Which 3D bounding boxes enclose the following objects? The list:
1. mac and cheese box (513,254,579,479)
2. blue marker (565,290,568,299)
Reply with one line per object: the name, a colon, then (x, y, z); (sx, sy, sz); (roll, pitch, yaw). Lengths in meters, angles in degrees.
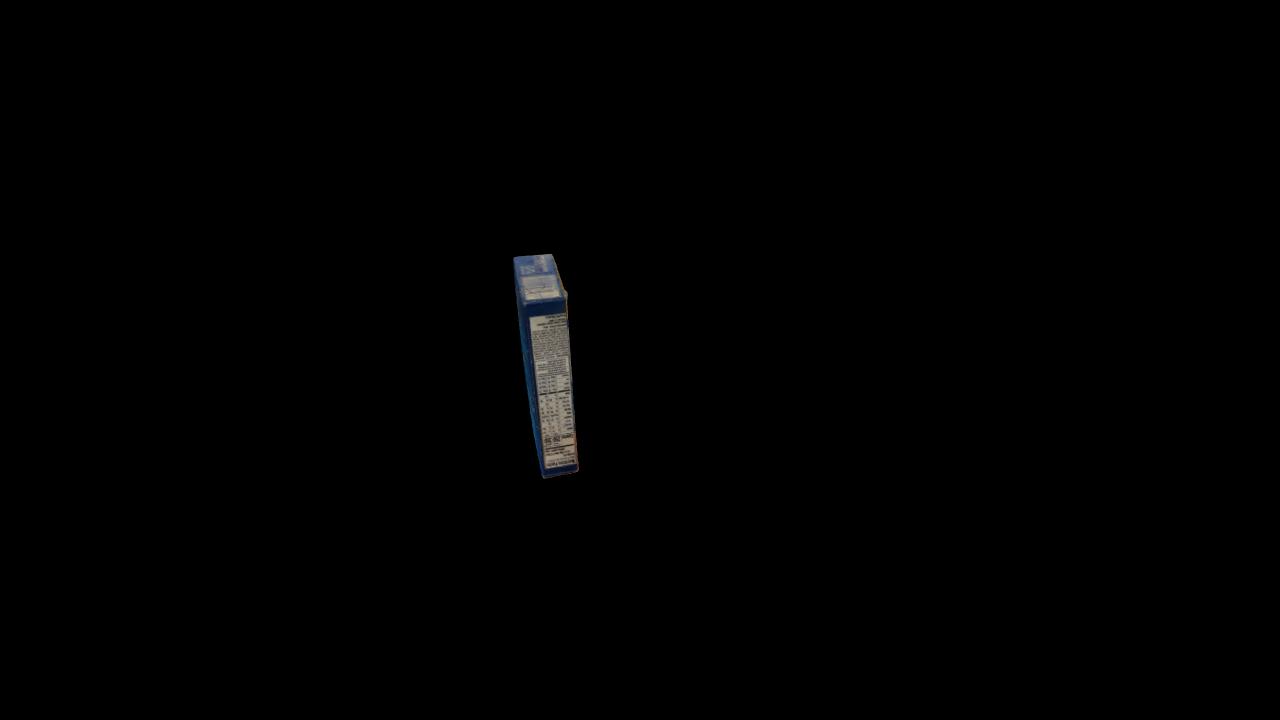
mac and cheese box: (-0.085, 0.007, 0.561); (0.041, 0.184, 0.093); (-9, 34, -13)
blue marker: (-0.118, -0.072, 0.918); (0.020, 0.020, 0.121); (0, 32, -6)
